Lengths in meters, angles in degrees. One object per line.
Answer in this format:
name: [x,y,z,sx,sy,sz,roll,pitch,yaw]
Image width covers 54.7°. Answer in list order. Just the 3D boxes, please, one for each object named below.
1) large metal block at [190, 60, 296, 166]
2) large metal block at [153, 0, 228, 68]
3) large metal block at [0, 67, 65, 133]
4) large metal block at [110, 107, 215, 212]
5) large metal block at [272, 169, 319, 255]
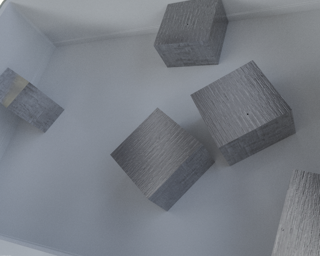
large metal block: [0.092,-0.017,0.351,0.080,0.050,0.080,-29,52,9]
large metal block: [0.047,-0.137,0.448,0.080,0.050,0.080,3,63,29]
large metal block: [-0.220,-0.046,0.511,0.080,0.080,0.050,30,78,37]
large metal block: [0.003,0.036,0.365,0.080,0.050,0.080,-45,51,-4]
large metal block: [0.147,0.088,0.259,0.080,0.050,0.080,10,67,32]
